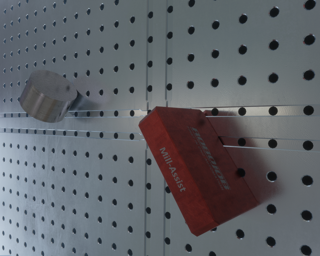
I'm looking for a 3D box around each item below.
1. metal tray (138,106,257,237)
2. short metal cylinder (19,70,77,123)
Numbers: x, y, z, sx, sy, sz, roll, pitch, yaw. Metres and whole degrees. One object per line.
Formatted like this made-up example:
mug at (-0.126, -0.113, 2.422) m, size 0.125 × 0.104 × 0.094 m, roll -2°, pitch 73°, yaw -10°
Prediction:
metal tray at (0.041, 0.039, 0.332) m, size 0.030 × 0.091 × 0.130 m, roll -41°, pitch 65°, yaw 32°
short metal cylinder at (-0.190, -0.055, 0.531) m, size 0.050 × 0.081 × 0.080 m, roll -52°, pitch 60°, yaw 28°
